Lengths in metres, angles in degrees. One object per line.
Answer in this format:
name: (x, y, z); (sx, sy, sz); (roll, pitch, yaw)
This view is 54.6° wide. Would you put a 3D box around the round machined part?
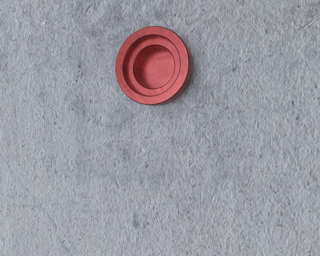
round machined part: (-0.004, -0.077, 0.402); (0.098, 0.042, 0.097); (0, 90, 20)
